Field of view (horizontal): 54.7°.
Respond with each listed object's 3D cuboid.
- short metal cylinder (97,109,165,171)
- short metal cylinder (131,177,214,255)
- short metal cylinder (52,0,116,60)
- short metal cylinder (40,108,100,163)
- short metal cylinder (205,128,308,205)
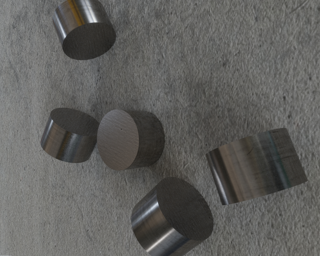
[{"bbox_3d":[-0.040,0.015,0.422,0.080,0.050,0.080,0,90,40],"label":"short metal cylinder"},{"bbox_3d":[0.014,0.104,0.357,0.050,0.081,0.080,-48,62,29],"label":"short metal cylinder"},{"bbox_3d":[-0.113,-0.147,0.462,0.080,0.081,0.050,-38,67,33],"label":"short metal cylinder"},{"bbox_3d":[-0.138,0.010,0.483,0.080,0.081,0.050,41,115,32],"label":"short metal cylinder"},{"bbox_3d":[0.090,0.037,0.295,0.080,0.081,0.050,-27,73,37],"label":"short metal cylinder"}]
